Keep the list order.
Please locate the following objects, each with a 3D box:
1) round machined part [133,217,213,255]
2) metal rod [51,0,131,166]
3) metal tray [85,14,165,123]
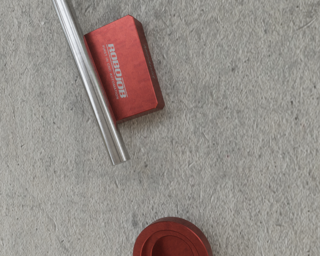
[{"bbox_3d":[0.019,0.161,0.393,0.098,0.042,0.097,0,90,20],"label":"round machined part"},{"bbox_3d":[-0.103,-0.094,0.412,0.025,0.025,0.299,-24,82,18],"label":"metal rod"},{"bbox_3d":[-0.055,-0.076,0.426,0.090,0.030,0.129,-18,84,19],"label":"metal tray"}]
